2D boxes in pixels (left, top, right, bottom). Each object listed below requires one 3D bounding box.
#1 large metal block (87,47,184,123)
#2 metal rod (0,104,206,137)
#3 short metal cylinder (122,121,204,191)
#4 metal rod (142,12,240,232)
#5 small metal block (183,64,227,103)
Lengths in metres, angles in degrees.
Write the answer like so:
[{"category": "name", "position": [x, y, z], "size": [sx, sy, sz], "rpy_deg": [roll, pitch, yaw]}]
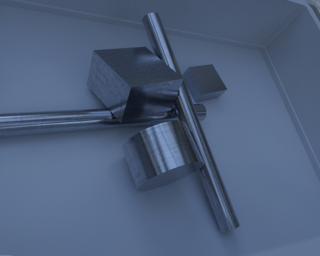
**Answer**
[{"category": "large metal block", "position": [-0.032, -0.058, 0.389], "size": [0.081, 0.050, 0.080], "rpy_deg": [-16, 50, -40]}, {"category": "metal rod", "position": [-0.069, -0.011, 0.376], "size": [0.303, 0.025, 0.025], "rpy_deg": [-5, 65, -31]}, {"category": "short metal cylinder", "position": [0.003, 0.033, 0.353], "size": [0.081, 0.080, 0.050], "rpy_deg": [-10, 67, -33]}, {"category": "metal rod", "position": [0.036, -0.015, 0.406], "size": [0.025, 0.025, 0.299], "rpy_deg": [-13, 78, -34]}, {"category": "small metal block", "position": [0.070, -0.071, 0.489], "size": [0.050, 0.025, 0.050], "rpy_deg": [-14, 69, -34]}]
